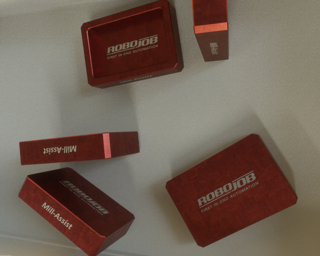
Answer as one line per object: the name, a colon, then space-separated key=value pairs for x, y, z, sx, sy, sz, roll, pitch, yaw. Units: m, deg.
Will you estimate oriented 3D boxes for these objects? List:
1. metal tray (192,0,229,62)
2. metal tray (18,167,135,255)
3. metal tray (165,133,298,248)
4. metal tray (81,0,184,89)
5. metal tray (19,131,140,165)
metal tray: x=0.056 y=-0.130 z=0.333 sx=0.030 sy=0.130 sz=0.089 roll=-3 pitch=89 yaw=13
metal tray: x=-0.108 y=0.105 z=0.414 sx=0.130 sy=0.090 sz=0.030 roll=32 pitch=101 yaw=17
metal tray: x=0.084 y=0.076 z=0.378 sx=0.130 sy=0.030 sz=0.090 roll=-33 pitch=80 yaw=17
metal tray: x=-0.039 y=-0.110 z=0.421 sx=0.130 sy=0.030 sz=0.089 roll=-9 pitch=87 yaw=19
metal tray: x=-0.104 y=0.026 z=0.412 sx=0.130 sy=0.090 sz=0.030 roll=-6 pitch=88 yaw=20
